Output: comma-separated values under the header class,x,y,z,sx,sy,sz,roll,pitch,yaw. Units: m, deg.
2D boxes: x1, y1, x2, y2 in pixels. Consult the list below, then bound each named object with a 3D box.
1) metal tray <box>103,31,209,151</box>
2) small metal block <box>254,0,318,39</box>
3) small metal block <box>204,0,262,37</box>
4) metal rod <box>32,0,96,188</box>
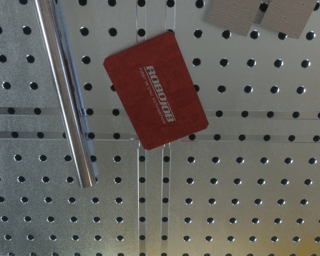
class,x,y,z,sx,sy,sz,roll,pitch,yaw
metal tray,-0.003,-0.045,0.394,0.090,0.030,0.129,-22,109,7
small metal block,0.148,-0.139,0.364,0.050,0.025,0.050,19,109,-7
small metal block,0.086,-0.140,0.363,0.050,0.025,0.050,18,109,-7
metal rod,-0.122,-0.060,0.389,0.025,0.025,0.298,-7,110,2
